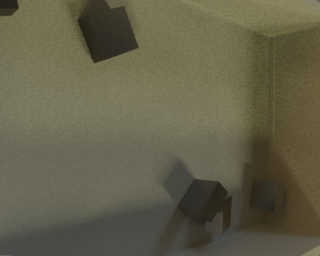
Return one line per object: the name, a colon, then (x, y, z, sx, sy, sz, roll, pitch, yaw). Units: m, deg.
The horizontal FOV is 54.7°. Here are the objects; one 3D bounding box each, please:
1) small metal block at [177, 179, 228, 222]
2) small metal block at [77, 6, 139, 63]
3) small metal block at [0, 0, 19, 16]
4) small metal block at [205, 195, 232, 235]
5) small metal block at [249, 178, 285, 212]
small metal block: (0.061, 0.102, 0.442, 0.025, 0.050, 0.050, 49, 61, -22)
small metal block: (-0.059, -0.108, 0.359, 0.050, 0.025, 0.050, -31, 110, -36)
small metal block: (-0.160, -0.127, 0.273, 0.050, 0.025, 0.050, -19, 102, -39)
small metal block: (0.091, 0.130, 0.474, 0.050, 0.025, 0.050, 8, 85, -63)
small metal block: (0.192, 0.120, 0.555, 0.025, 0.050, 0.050, 18, 79, -39)
